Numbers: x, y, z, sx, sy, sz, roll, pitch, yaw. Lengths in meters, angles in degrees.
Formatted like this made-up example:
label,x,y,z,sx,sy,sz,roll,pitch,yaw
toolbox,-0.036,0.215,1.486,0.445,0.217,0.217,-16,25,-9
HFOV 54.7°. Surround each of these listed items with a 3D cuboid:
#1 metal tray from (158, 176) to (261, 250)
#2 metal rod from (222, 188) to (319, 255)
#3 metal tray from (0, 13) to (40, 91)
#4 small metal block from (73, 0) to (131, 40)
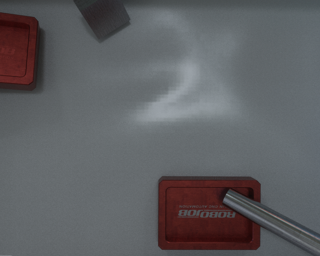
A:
label,x,y,z,sx,sy,sz,roll,pitch,yaw
metal tray,0.063,0.111,0.409,0.131,0.030,0.089,0,90,-1
metal rod,0.208,0.147,0.331,0.300,0.025,0.025,26,90,26
metal tray,-0.222,-0.098,0.383,0.131,0.030,0.090,3,81,-16
small metal block,-0.073,-0.150,0.395,0.050,0.050,0.025,-32,60,0
